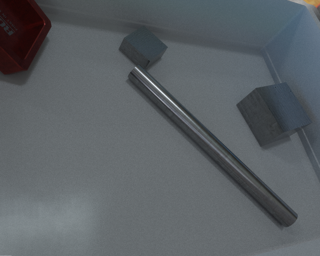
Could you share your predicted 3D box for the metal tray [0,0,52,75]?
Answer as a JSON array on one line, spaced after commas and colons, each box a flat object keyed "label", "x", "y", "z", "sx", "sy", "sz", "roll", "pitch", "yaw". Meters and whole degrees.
[{"label": "metal tray", "x": -0.183, "y": -0.133, "z": 0.334, "sx": 0.130, "sy": 0.030, "sz": 0.090, "roll": 57, "pitch": 35, "yaw": -47}]

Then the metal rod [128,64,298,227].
[{"label": "metal rod", "x": 0.072, "y": 0.024, "z": 0.431, "sx": 0.300, "sy": 0.025, "sz": 0.025, "roll": 44, "pitch": 51, "yaw": 2}]

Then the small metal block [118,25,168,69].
[{"label": "small metal block", "x": -0.025, "y": -0.120, "z": 0.467, "sx": 0.050, "sy": 0.025, "sz": 0.050, "roll": 42, "pitch": 51, "yaw": 0}]

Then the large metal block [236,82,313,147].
[{"label": "large metal block", "x": 0.187, "y": -0.024, "z": 0.507, "sx": 0.081, "sy": 0.050, "sz": 0.080, "roll": -14, "pitch": 69, "yaw": -34}]
